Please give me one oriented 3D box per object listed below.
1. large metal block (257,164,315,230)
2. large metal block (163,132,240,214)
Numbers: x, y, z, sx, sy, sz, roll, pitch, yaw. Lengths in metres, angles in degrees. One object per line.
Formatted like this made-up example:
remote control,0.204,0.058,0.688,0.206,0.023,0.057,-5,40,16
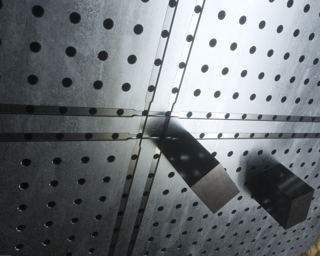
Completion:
large metal block,0.234,0.129,0.587,0.050,0.080,0.079,-18,126,-19
large metal block,0.060,0.065,0.451,0.050,0.080,0.080,-40,130,-1
